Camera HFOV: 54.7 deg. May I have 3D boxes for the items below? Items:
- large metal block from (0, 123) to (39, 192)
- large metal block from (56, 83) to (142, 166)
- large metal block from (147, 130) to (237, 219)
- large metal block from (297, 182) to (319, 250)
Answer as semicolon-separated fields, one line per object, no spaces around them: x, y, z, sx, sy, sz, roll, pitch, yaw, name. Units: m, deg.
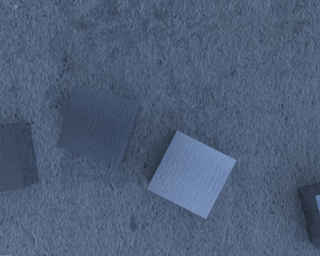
-0.210;0.039;0.396;0.080;0.050;0.080;-9;90;0;large metal block
-0.075;-0.004;0.397;0.080;0.050;0.080;17;90;0;large metal block
0.038;0.056;0.398;0.080;0.050;0.080;27;90;0;large metal block
0.237;0.111;0.399;0.080;0.050;0.080;-14;90;0;large metal block
